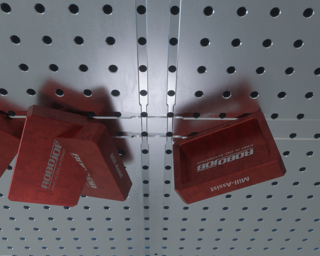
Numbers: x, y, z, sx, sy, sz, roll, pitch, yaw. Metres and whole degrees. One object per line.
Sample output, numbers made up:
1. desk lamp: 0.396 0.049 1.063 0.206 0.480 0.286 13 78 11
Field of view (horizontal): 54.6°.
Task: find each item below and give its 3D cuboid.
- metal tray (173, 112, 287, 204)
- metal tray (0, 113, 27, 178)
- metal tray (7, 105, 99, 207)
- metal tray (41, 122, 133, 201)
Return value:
1. metal tray: 0.082 0.037 0.401 0.130 0.090 0.030 -21 127 17
2. metal tray: -0.251 0.027 0.429 0.090 0.030 0.129 31 124 -24
3. metal tray: -0.139 0.041 0.409 0.091 0.030 0.129 13 113 -24
4. metal tray: -0.100 0.048 0.427 0.090 0.030 0.130 3 136 20
